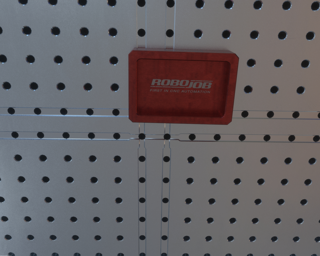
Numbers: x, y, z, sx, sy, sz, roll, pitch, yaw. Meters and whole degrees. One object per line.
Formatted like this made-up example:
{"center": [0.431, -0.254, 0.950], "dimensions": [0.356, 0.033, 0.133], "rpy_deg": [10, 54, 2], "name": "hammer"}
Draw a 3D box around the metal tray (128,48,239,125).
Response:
{"center": [0.027, -0.052, 0.391], "dimensions": [0.131, 0.030, 0.089], "rpy_deg": [1, 110, -1], "name": "metal tray"}
